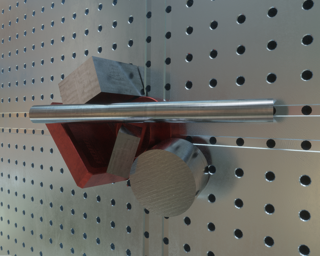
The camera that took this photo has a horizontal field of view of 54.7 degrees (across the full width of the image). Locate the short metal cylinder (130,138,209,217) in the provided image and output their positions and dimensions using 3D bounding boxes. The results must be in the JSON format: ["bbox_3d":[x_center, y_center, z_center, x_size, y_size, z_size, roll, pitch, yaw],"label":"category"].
[{"bbox_3d":[0.012,0.057,0.366,0.080,0.050,0.079,6,105,23],"label":"short metal cylinder"}]

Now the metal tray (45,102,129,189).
[{"bbox_3d":[-0.100,0.020,0.446,0.030,0.091,0.130,-51,61,28],"label":"metal tray"}]

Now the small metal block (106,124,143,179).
[{"bbox_3d":[-0.041,0.025,0.368,0.025,0.050,0.050,17,102,-5],"label":"small metal block"}]

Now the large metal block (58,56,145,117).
[{"bbox_3d":[-0.082,-0.053,0.436,0.080,0.081,0.050,-27,74,36],"label":"large metal block"}]

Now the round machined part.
[{"bbox_3d":[-0.024,0.006,0.420,0.098,0.042,0.097,0,90,39],"label":"round machined part"}]

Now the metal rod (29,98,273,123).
[{"bbox_3d":[-0.026,-0.018,0.367,0.301,0.025,0.025,0,90,20],"label":"metal rod"}]
